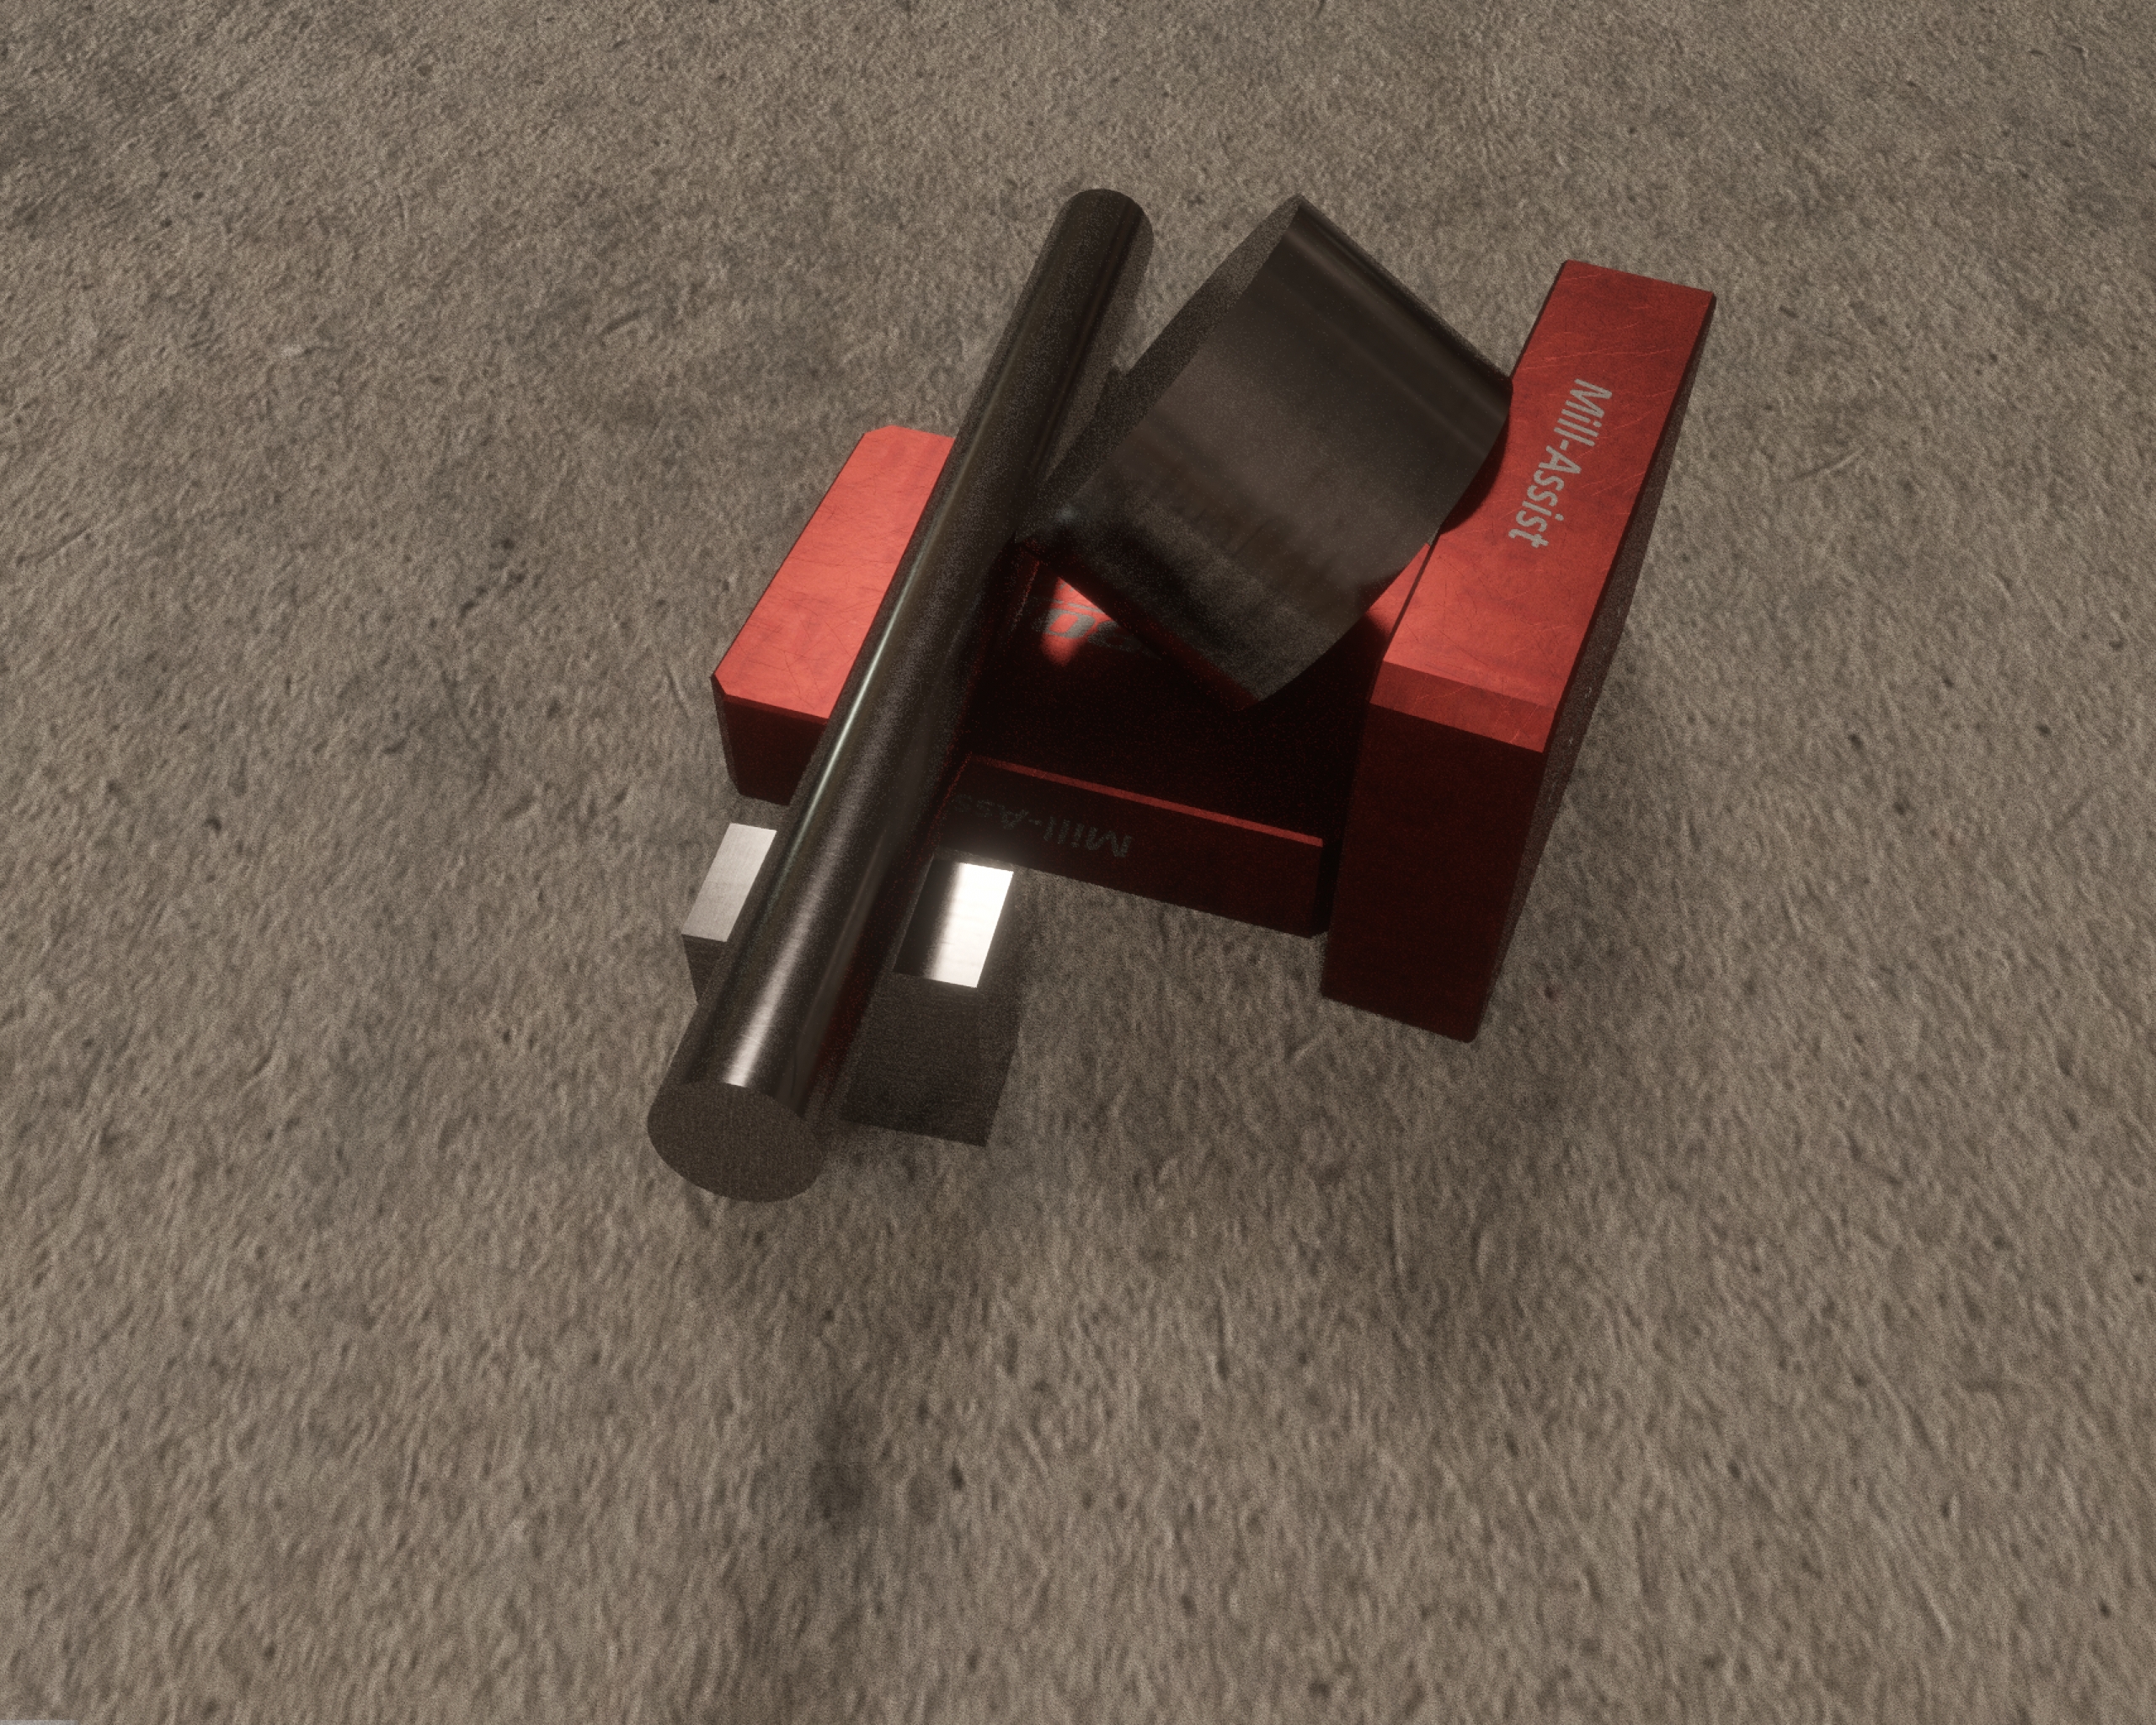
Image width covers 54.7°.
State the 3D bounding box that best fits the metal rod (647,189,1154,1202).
[{"bbox_3d":[-0.021,-0.057,0.402,0.025,0.025,0.300,8,41,6],"label":"metal rod"}]

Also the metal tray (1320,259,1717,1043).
[{"bbox_3d":[0.085,-0.042,0.399,0.030,0.089,0.130,18,52,14],"label":"metal tray"}]

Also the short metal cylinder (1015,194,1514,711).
[{"bbox_3d":[0.033,-0.075,0.384,0.050,0.080,0.080,38,53,-12],"label":"short metal cylinder"}]

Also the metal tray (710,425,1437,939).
[{"bbox_3d":[0.002,-0.041,0.435,0.131,0.030,0.090,14,51,11],"label":"metal tray"}]

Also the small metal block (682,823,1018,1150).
[{"bbox_3d":[-0.038,0.023,0.369,0.050,0.050,0.025,10,51,8],"label":"small metal block"}]
